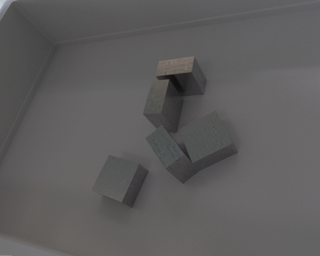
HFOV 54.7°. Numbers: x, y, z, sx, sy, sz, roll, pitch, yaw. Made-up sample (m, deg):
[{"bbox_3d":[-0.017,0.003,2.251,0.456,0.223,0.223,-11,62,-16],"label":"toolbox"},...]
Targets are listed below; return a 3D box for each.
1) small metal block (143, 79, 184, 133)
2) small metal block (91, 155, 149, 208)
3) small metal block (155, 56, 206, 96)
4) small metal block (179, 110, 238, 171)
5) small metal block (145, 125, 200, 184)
[{"bbox_3d":[0.006,-0.028,0.404,0.025,0.050,0.050,-1,61,28],"label":"small metal block"},{"bbox_3d":[-0.050,0.066,0.391,0.050,0.025,0.050,12,68,33],"label":"small metal block"},{"bbox_3d":[0.029,-0.067,0.416,0.050,0.050,0.025,-2,61,27],"label":"small metal block"},{"bbox_3d":[0.057,0.015,0.367,0.050,0.025,0.050,-28,52,11],"label":"small metal block"},{"bbox_3d":[0.015,0.031,0.363,0.025,0.050,0.050,-39,51,3],"label":"small metal block"}]
